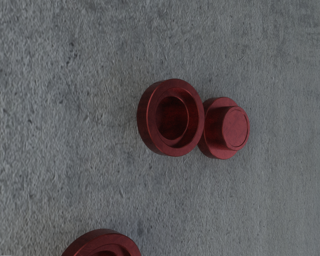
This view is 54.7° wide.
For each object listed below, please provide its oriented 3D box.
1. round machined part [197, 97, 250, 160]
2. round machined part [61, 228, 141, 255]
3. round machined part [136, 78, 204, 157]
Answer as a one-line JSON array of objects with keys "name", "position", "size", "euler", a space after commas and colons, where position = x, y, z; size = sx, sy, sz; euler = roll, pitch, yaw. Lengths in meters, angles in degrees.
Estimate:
[{"name": "round machined part", "position": [0.102, 0.000, 0.479], "size": [0.099, 0.042, 0.097], "euler": [0, 90, -40]}, {"name": "round machined part", "position": [-0.071, 0.158, 0.335], "size": [0.099, 0.042, 0.097], "euler": [0, 90, -40]}, {"name": "round machined part", "position": [0.009, -0.013, 0.401], "size": [0.099, 0.042, 0.097], "euler": [0, 90, -40]}]
